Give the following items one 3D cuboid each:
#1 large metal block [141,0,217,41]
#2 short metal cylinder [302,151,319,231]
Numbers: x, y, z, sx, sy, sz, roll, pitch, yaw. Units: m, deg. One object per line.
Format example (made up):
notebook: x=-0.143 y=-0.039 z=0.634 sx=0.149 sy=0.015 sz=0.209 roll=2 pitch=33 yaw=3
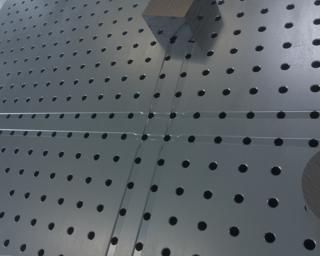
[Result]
large metal block: x=0.031 y=-0.189 z=0.492 sx=0.080 sy=0.050 sz=0.080 roll=17 pitch=71 yaw=34
short metal cylinder: x=0.168 y=0.058 z=0.268 sx=0.080 sy=0.050 sz=0.080 roll=-13 pitch=56 yaw=21
